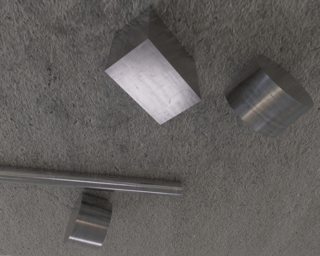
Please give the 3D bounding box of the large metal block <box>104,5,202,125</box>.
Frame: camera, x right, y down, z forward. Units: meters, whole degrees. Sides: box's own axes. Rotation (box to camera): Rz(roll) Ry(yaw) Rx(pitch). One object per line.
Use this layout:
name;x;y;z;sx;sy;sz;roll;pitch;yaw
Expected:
large metal block;-0.005;-0.064;0.316;0.050;0.080;0.080;-31;124;23

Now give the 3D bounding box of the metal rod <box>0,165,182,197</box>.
metal rod;-0.117;0.081;0.474;0.302;0.025;0.025;6;130;-6

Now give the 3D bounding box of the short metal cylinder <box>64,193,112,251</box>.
short metal cylinder;-0.116;0.151;0.499;0.050;0.080;0.080;21;127;-17

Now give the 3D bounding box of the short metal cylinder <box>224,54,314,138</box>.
short metal cylinder;0.119;-0.036;0.342;0.080;0.080;0.050;26;125;-21
